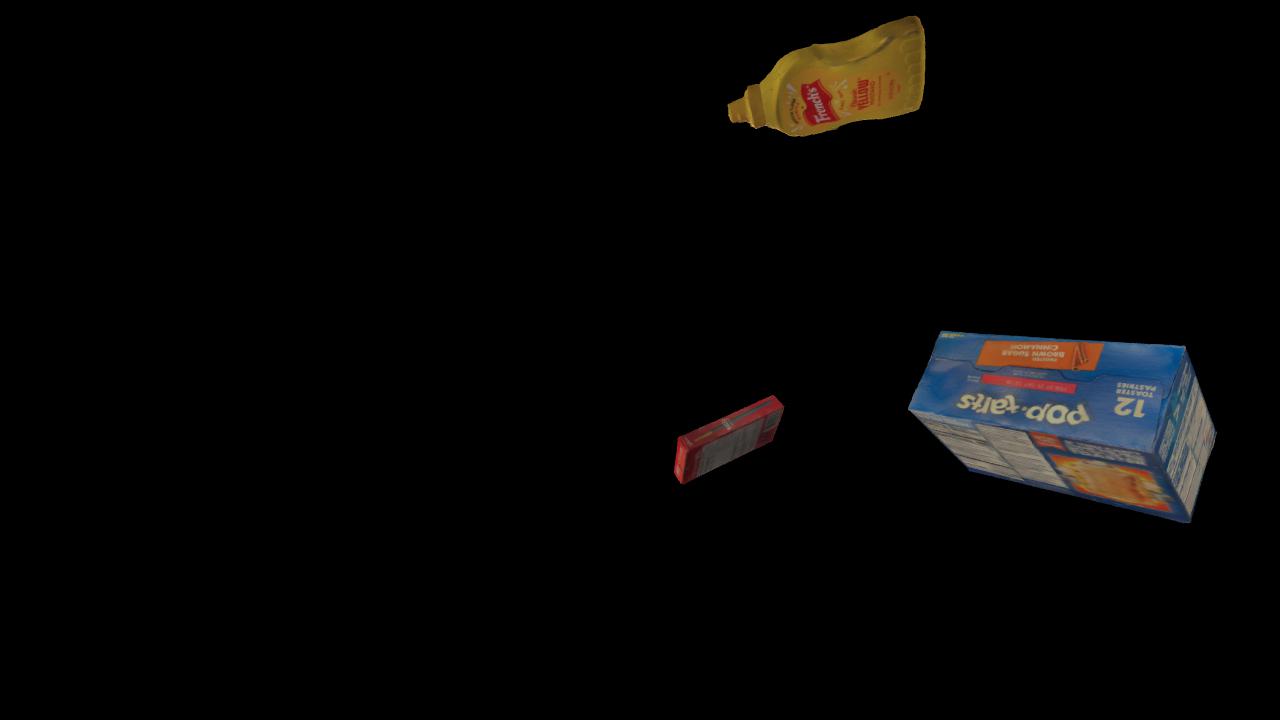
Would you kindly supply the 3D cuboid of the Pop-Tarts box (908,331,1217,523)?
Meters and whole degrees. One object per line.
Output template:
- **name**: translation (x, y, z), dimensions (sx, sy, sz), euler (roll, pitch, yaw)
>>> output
- **Pop-Tarts box**: translation (0.337, 0.048, 0.498), dimensions (0.141, 0.083, 0.167), euler (35, -15, -34)

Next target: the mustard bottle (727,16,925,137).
- **mustard bottle**: translation (0.177, -0.266, 0.606), dimensions (0.184, 0.054, 0.092), euler (-8, -27, 17)

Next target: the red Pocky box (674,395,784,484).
- **red Pocky box**: translation (0.117, 0.105, 0.820), dimensions (0.155, 0.028, 0.083), euler (-21, -37, -21)
